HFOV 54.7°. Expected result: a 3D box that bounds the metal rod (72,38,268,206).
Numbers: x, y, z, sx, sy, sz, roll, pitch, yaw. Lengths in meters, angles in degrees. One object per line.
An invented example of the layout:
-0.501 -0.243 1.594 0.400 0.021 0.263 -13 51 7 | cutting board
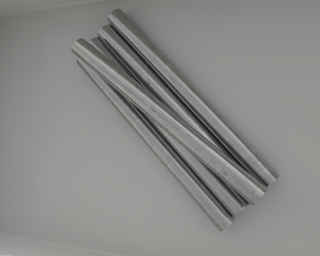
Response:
0.000 -0.017 0.382 0.300 0.025 0.025 40 103 15 | metal rod

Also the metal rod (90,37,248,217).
0.001 -0.011 0.409 0.025 0.025 0.300 -45 76 14 | metal rod

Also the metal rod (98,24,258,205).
0.019 -0.026 0.402 0.025 0.025 0.300 -45 76 14 | metal rod

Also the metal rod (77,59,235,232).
-0.013 0.009 0.414 0.025 0.025 0.300 -45 76 14 | metal rod

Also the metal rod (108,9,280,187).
0.034 -0.046 0.397 0.025 0.025 0.300 -45 76 14 | metal rod
